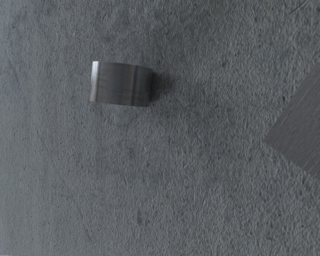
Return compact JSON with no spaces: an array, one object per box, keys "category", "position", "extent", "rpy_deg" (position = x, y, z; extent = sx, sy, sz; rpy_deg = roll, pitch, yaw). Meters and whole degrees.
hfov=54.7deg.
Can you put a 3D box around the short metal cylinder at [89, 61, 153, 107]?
[{"category":"short metal cylinder","position":[-0.052,-0.057,0.412],"extent":[0.080,0.081,0.050],"rpy_deg":[11,97,39]}]

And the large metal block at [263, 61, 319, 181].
[{"category":"large metal block","position":[0.152,0.001,0.264],"extent":[0.080,0.050,0.080],"rpy_deg":[41,115,32]}]
